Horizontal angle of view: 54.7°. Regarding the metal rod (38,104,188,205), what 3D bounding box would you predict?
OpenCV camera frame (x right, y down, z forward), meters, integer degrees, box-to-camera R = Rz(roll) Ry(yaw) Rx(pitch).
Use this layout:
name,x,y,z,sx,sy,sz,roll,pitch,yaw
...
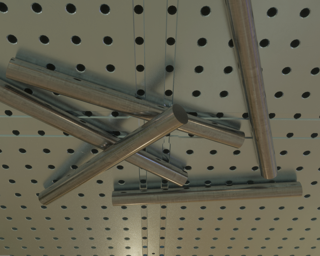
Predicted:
name,x,y,z,sx,sy,sz,roll,pitch,yaw
metal rod,-0.082,0.049,0.422,0.025,0.025,0.299,37,130,-28

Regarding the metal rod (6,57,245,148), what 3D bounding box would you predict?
name,x,y,z,sx,sy,sz,roll,pitch,yaw
metal rod,-0.030,-0.026,0.389,0.302,0.025,0.025,17,128,-15

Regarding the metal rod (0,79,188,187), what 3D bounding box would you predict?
name,x,y,z,sx,sy,sz,roll,pitch,yaw
metal rod,-0.086,0.012,0.420,0.301,0.025,0.025,29,124,-23

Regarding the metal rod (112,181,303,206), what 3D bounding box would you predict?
name,x,y,z,sx,sy,sz,roll,pitch,yaw
metal rod,0.074,0.107,0.503,0.302,0.025,0.025,-3,130,2

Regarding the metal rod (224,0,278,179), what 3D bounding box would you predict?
name,x,y,z,sx,sy,sz,roll,pitch,yaw
metal rod,0.117,-0.039,0.380,0.025,0.025,0.299,-15,129,12
